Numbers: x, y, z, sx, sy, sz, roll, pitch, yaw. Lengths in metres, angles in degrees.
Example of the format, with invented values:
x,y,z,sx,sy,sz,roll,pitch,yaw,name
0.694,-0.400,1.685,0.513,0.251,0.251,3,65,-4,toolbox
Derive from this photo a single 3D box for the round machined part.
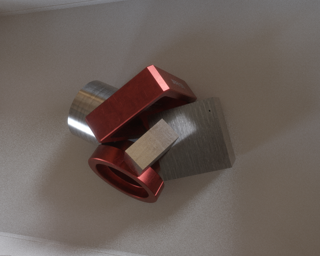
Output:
x,y,z,sx,sy,sz,roll,pitch,yaw,name
-0.037,0.051,0.392,0.098,0.098,0.042,22,62,18,round machined part

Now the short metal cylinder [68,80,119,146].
x,y,z,sx,sy,sz,roll,pitch,yaw,name
-0.073,-0.016,0.404,0.050,0.080,0.080,24,98,18,short metal cylinder

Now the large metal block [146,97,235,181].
x,y,z,sx,sy,sz,roll,pitch,yaw,name
0.039,0.012,0.373,0.080,0.050,0.080,-15,90,19,large metal block

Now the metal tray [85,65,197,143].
x,y,z,sx,sy,sz,roll,pitch,yaw,name
-0.014,-0.023,0.357,0.090,0.130,0.030,-37,80,16,metal tray

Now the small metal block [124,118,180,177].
x,y,z,sx,sy,sz,roll,pitch,yaw,name
-0.010,0.022,0.326,0.050,0.050,0.025,-42,83,-18,small metal block
